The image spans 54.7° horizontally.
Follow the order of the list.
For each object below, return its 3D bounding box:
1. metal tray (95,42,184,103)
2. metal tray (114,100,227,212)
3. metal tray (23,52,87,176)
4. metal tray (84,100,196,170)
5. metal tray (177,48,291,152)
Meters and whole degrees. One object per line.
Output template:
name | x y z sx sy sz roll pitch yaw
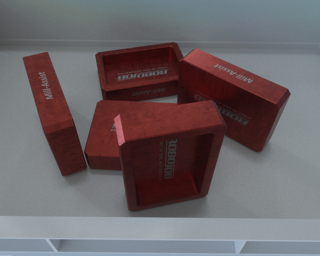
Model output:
metal tray | -0.026 -0.085 0.470 0.131 0.030 0.090 -10 51 -9
metal tray | 0.008 0.033 0.305 0.091 0.129 0.030 -9 51 -9
metal tray | -0.127 -0.018 0.374 0.030 0.089 0.130 -19 53 -16
metal tray | -0.020 0.009 0.390 0.131 0.030 0.090 3 50 2
metal tray | 0.084 -0.034 0.390 0.130 0.089 0.030 31 57 23
